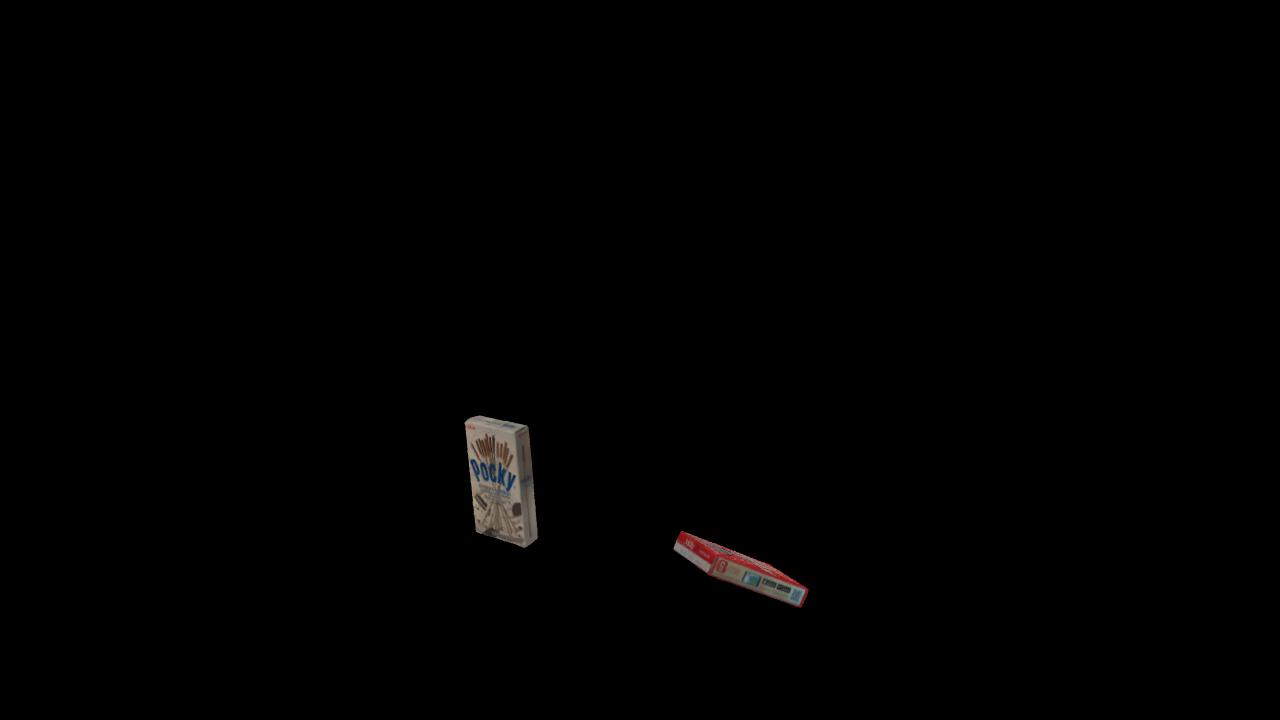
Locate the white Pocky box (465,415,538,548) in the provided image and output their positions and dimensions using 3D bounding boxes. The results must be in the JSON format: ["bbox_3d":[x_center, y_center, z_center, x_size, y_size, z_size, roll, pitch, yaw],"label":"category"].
[{"bbox_3d":[-0.170,0.149,0.757,0.084,0.154,0.028,7,18,29],"label":"white Pocky box"}]

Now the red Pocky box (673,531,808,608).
[{"bbox_3d":[0.122,0.252,0.744,0.155,0.028,0.083,28,-8,-26],"label":"red Pocky box"}]
